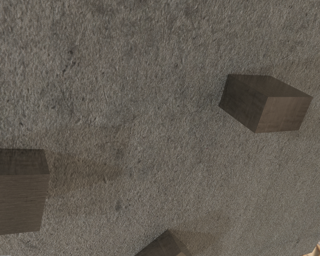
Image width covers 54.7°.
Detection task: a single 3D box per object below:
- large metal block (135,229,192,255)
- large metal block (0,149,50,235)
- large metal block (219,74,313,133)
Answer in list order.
[{"bbox_3d":[0.011,0.237,0.543,0.080,0.050,0.080,-38,129,-3],"label":"large metal block"},{"bbox_3d":[-0.172,0.069,0.339,0.081,0.050,0.079,4,117,-30],"label":"large metal block"},{"bbox_3d":[0.143,-0.036,0.427,0.081,0.080,0.050,-3,120,-27],"label":"large metal block"}]
